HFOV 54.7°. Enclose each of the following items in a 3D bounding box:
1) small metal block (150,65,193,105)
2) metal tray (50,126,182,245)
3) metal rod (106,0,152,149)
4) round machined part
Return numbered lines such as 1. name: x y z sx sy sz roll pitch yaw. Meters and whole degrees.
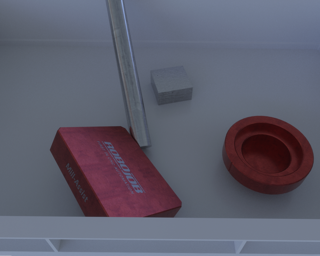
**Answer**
1. small metal block: 0.016 -0.064 0.459 0.050 0.025 0.050 -11 51 -9
2. metal tray: -0.048 0.051 0.330 0.091 0.030 0.130 -2 41 -45
3. metal rod: -0.051 -0.119 0.416 0.025 0.025 0.299 -10 78 -8
4. round machined part: 0.123 0.035 0.366 0.099 0.042 0.098 0 50 0
